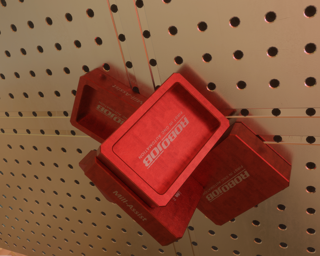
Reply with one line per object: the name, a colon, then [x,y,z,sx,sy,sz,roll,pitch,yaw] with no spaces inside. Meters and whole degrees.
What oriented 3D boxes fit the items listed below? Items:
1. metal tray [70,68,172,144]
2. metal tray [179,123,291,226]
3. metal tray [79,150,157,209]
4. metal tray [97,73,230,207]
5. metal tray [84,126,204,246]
metal tray: [-0.056,-0.012,0.429,0.130,0.030,0.089,31,128,7]
metal tray: [0.087,0.064,0.399,0.090,0.030,0.129,41,129,-1]
metal tray: [-0.051,0.078,0.450,0.130,0.030,0.090,1,131,44]
metal tray: [0.007,0.011,0.346,0.090,0.130,0.030,44,157,-2]
metal tray: [-0.014,0.064,0.375,0.130,0.090,0.030,44,129,-3]
